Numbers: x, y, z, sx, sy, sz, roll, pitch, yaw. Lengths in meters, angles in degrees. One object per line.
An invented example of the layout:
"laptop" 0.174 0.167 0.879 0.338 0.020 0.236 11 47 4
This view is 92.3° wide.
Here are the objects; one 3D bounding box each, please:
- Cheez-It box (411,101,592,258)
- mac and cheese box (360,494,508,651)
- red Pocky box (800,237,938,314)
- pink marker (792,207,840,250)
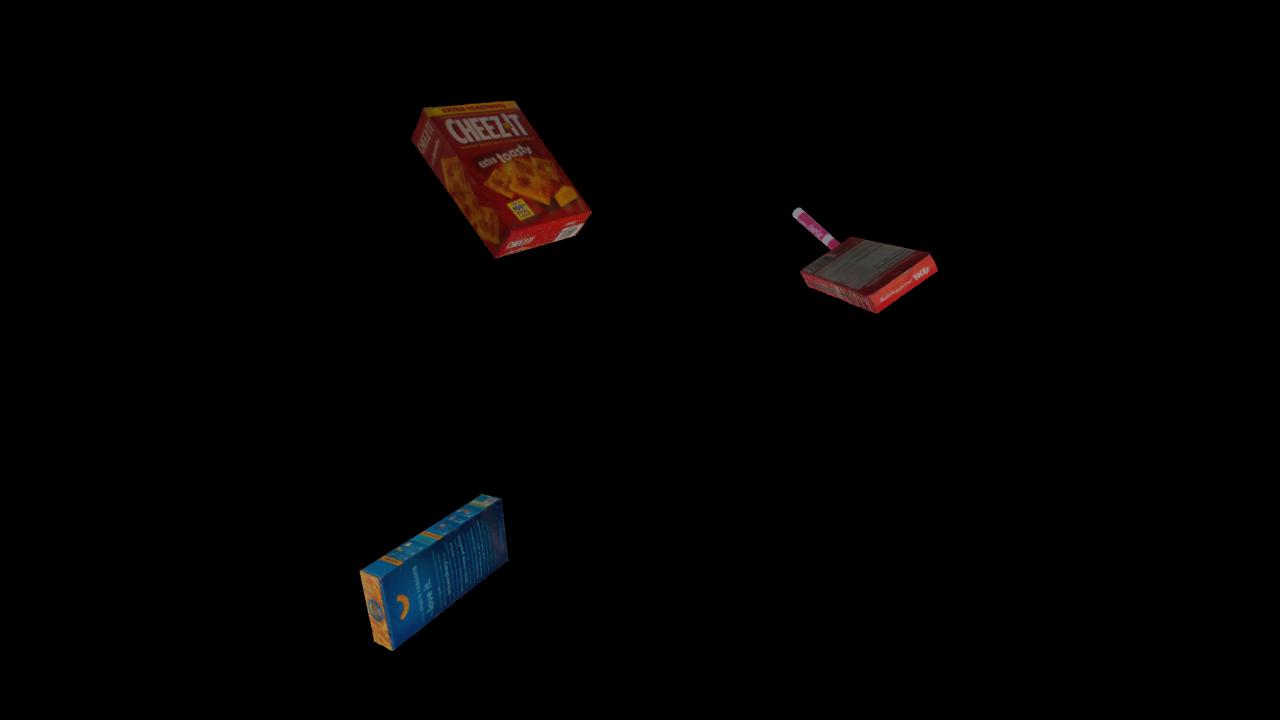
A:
"Cheez-It box" -0.198 -0.270 0.900 0.166 0.223 0.071 -28 -9 -45
"mac and cheese box" -0.233 0.242 0.726 0.041 0.093 0.184 7 18 29
"red Pocky box" 0.257 -0.102 0.710 0.083 0.028 0.155 -33 22 -1
"pink marker" 0.291 -0.208 0.999 0.020 0.020 0.121 0 42 -38
